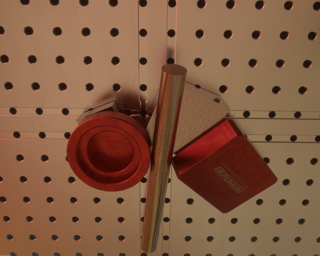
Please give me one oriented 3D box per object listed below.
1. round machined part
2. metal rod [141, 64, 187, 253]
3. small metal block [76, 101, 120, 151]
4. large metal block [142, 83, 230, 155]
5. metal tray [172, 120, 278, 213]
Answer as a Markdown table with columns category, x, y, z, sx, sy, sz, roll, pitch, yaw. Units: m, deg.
| category | x | y | z | sx | sy | sz | roll | pitch | yaw |
| --- | --- | --- | --- | --- | --- | --- | --- | --- | --- |
| round machined part | -0.059 | 0.025 | 0.380 | 0.099 | 0.042 | 0.097 | 1 | 111 | 2 |
| metal rod | -0.001 | 0.062 | 0.390 | 0.025 | 0.025 | 0.298 | 6 | 126 | -2 |
| small metal block | -0.074 | -0.001 | 0.409 | 0.050 | 0.025 | 0.050 | -21 | 109 | 7 |
| large metal block | 0.029 | -0.012 | 0.392 | 0.080 | 0.050 | 0.079 | 22 | 109 | -8 |
| metal tray | 0.087 | 0.056 | 0.401 | 0.090 | 0.030 | 0.130 | -36 | 131 | 13 |
